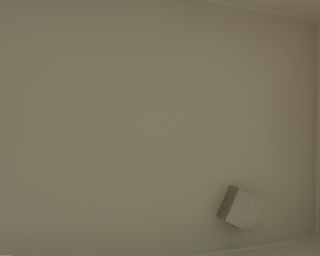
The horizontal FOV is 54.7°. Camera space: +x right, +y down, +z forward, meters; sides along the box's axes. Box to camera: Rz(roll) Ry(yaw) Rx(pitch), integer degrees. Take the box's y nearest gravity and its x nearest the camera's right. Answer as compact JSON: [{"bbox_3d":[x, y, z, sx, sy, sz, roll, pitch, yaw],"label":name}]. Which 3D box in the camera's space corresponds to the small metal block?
[{"bbox_3d":[0.119,0.119,0.456,0.050,0.025,0.050,29,80,-18],"label":"small metal block"}]
